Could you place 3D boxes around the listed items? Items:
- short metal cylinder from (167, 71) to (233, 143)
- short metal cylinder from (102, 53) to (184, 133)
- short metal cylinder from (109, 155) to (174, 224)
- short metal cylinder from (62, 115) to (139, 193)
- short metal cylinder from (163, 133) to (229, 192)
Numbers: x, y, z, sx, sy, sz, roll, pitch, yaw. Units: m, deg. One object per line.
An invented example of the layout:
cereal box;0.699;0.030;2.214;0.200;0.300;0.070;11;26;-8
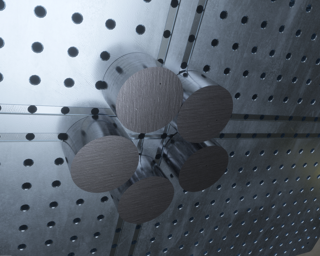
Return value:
short metal cylinder;0.046;-0.028;0.402;0.081;0.050;0.079;-14;124;-21
short metal cylinder;-0.020;-0.041;0.358;0.081;0.050;0.079;-14;125;-21
short metal cylinder;-0.027;0.085;0.431;0.081;0.050;0.079;-13;124;-21
short metal cylinder;-0.072;0.031;0.374;0.081;0.050;0.079;-14;125;-21
short metal cylinder;0.051;0.046;0.450;0.081;0.050;0.079;-14;126;-20
